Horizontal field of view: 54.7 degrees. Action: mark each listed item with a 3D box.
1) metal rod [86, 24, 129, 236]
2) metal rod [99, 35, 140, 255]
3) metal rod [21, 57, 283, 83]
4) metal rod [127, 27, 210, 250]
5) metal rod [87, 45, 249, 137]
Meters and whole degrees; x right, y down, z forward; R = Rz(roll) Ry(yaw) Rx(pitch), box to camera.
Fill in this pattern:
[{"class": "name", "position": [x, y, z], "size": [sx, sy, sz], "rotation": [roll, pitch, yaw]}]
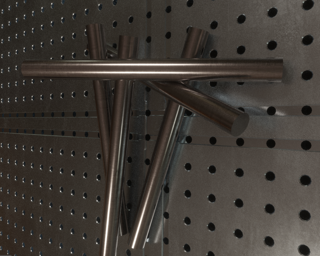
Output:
[{"class": "metal rod", "position": [-0.074, 0.006, 0.442], "size": [0.025, 0.025, 0.298], "rotation": [-2, 97, 39]}, {"class": "metal rod", "position": [-0.055, 0.034, 0.406], "size": [0.025, 0.025, 0.298], "rotation": [17, 106, 38]}, {"class": "metal rod", "position": [-0.023, -0.066, 0.351], "size": [0.301, 0.025, 0.025], "rotation": [3, 92, 16]}, {"class": "metal rod", "position": [0.007, 0.023, 0.401], "size": [0.025, 0.025, 0.298], "rotation": [26, 106, 37]}, {"class": "metal rod", "position": [-0.015, -0.066, 0.393], "size": [0.300, 0.025, 0.025], "rotation": [35, 112, 43]}]
